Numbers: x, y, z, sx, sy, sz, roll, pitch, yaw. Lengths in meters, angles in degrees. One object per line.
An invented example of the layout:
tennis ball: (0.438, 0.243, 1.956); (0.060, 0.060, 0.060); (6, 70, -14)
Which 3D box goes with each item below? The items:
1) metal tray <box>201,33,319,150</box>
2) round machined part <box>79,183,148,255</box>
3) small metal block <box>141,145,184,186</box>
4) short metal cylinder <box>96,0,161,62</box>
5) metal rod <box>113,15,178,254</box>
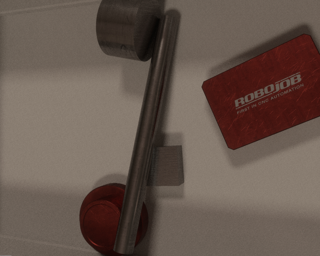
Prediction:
metal tray: (0.127, -0.039, 0.363); (0.130, 0.030, 0.090); (-24, 82, 18)
round machined part: (-0.069, 0.128, 0.425); (0.098, 0.042, 0.097); (0, 90, 19)
small metal block: (0.003, 0.049, 0.409); (0.050, 0.025, 0.050); (-4, 89, 19)
short metal cylinder: (-0.037, -0.128, 0.394); (0.050, 0.080, 0.079); (14, 95, 19)
metal rod: (-0.017, 0.004, 0.392); (0.025, 0.025, 0.298); (9, 84, 19)
